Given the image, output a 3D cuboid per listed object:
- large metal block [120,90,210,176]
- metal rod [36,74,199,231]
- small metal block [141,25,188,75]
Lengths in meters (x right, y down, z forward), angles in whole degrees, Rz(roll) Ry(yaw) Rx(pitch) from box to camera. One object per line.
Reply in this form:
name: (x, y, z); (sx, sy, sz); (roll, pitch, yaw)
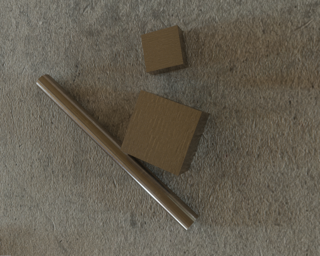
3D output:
large metal block: (0.007, 0.005, 0.392); (0.080, 0.050, 0.080); (22, 97, 18)
metal rod: (-0.067, 0.025, 0.431); (0.300, 0.025, 0.025); (42, 103, 15)
small metal block: (0.006, -0.101, 0.406); (0.050, 0.025, 0.050); (-9, 87, 19)
